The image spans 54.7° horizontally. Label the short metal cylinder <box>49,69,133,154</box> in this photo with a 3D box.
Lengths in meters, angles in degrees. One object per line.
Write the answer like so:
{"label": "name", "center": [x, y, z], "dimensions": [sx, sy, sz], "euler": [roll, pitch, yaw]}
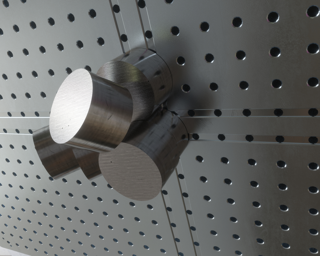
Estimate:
{"label": "short metal cylinder", "center": [-0.074, -0.017, 0.331], "dimensions": [0.080, 0.080, 0.050], "euler": [-26, 147, 37]}

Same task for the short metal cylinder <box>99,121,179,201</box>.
{"label": "short metal cylinder", "center": [-0.024, 0.038, 0.364], "dimensions": [0.080, 0.050, 0.079], "euler": [13, 124, 21]}

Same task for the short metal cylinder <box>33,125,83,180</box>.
{"label": "short metal cylinder", "center": [-0.147, 0.030, 0.463], "dimensions": [0.050, 0.080, 0.080], "euler": [-24, 111, -8]}

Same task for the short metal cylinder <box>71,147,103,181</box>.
{"label": "short metal cylinder", "center": [-0.088, 0.026, 0.429], "dimensions": [0.050, 0.080, 0.080], "euler": [-24, 111, -7]}

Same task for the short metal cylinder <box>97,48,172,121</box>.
{"label": "short metal cylinder", "center": [-0.032, -0.052, 0.379], "dimensions": [0.080, 0.050, 0.079], "euler": [13, 124, 21]}

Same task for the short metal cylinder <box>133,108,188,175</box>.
{"label": "short metal cylinder", "center": [-0.009, 0.019, 0.411], "dimensions": [0.080, 0.050, 0.079], "euler": [13, 124, 21]}
